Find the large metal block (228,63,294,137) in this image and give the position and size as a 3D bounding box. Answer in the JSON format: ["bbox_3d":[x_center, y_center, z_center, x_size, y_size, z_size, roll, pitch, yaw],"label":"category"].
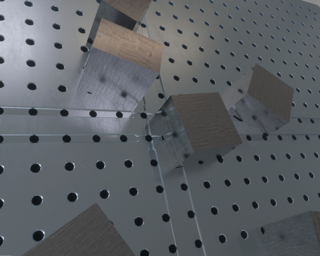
[{"bbox_3d":[0.167,-0.047,0.509,0.080,0.050,0.080,32,52,-7],"label":"large metal block"}]

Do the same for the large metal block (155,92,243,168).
[{"bbox_3d":[0.051,0.001,0.418,0.081,0.050,0.080,-7,65,-31],"label":"large metal block"}]

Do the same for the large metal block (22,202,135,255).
[{"bbox_3d":[-0.071,0.128,0.275,0.081,0.050,0.080,-32,80,-38],"label":"large metal block"}]

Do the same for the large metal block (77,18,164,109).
[{"bbox_3d":[-0.051,-0.078,0.393,0.080,0.080,0.050,19,55,-17],"label":"large metal block"}]

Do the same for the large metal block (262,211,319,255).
[{"bbox_3d":[0.179,0.152,0.376,0.050,0.080,0.080,11,57,-23],"label":"large metal block"}]

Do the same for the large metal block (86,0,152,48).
[{"bbox_3d":[-0.055,-0.156,0.438,0.050,0.080,0.080,30,52,-10],"label":"large metal block"}]
